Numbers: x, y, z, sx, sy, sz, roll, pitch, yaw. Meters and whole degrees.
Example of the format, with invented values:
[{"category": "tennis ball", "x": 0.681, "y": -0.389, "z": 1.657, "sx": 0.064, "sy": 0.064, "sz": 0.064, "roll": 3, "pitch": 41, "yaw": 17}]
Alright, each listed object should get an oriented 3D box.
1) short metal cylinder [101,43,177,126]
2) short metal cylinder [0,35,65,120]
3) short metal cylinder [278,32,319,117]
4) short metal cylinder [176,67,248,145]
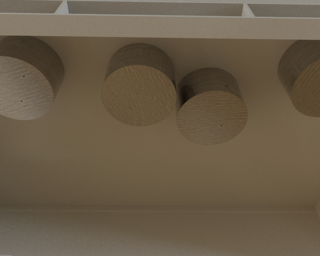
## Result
[{"category": "short metal cylinder", "x": -0.023, "y": -0.048, "z": 0.351, "sx": 0.081, "sy": 0.050, "sz": 0.079, "roll": 0, "pitch": 130, "yaw": 0}, {"category": "short metal cylinder", "x": -0.153, "y": -0.055, "z": 0.344, "sx": 0.081, "sy": 0.050, "sz": 0.079, "roll": 0, "pitch": 130, "yaw": 0}, {"category": "short metal cylinder", "x": 0.179, "y": -0.059, "z": 0.344, "sx": 0.081, "sy": 0.050, "sz": 0.079, "roll": 0, "pitch": 130, "yaw": 0}, {"category": "short metal cylinder", "x": 0.059, "y": -0.025, "z": 0.372, "sx": 0.081, "sy": 0.050, "sz": 0.079, "roll": 0, "pitch": 130, "yaw": 0}]
